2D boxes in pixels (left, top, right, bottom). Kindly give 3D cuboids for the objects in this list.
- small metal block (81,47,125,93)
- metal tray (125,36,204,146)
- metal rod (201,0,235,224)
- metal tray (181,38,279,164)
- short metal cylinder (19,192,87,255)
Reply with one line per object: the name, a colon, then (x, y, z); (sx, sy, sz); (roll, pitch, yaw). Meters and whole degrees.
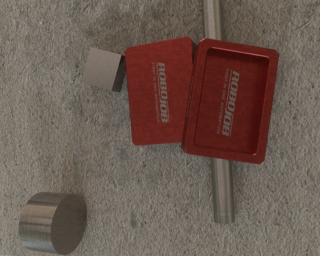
small metal block: (-0.077, -0.081, 0.435); (0.050, 0.025, 0.050); (18, 96, 18)
metal tray: (0.006, -0.045, 0.404); (0.090, 0.030, 0.129); (-6, 88, 19)
metal rod: (0.071, -0.035, 0.383); (0.025, 0.025, 0.298); (-4, 89, 19)
metal tray: (0.079, -0.029, 0.355); (0.091, 0.030, 0.129); (9, 88, -4)
short metal cylinder: (-0.146, 0.130, 0.430); (0.050, 0.080, 0.079); (-1, 90, 20)
